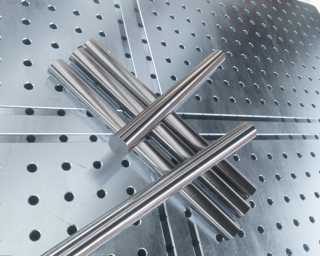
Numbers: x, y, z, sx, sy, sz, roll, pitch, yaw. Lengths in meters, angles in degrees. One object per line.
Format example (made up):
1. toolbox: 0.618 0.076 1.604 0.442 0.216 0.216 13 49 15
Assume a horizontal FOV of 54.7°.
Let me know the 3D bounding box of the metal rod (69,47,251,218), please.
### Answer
1. metal rod: -0.001 0.005 0.405 0.300 0.025 0.025 43 51 1

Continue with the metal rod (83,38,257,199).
1. metal rod: 0.012 -0.012 0.424 0.300 0.025 0.025 42 51 0

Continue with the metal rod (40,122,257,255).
1. metal rod: 0.005 0.067 0.345 0.302 0.025 0.025 -29 78 -29

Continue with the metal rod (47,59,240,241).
1. metal rod: -0.021 0.026 0.382 0.300 0.025 0.025 43 51 1

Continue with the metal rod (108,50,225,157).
1. metal rod: 0.030 -0.053 0.432 0.025 0.025 0.302 44 43 1
